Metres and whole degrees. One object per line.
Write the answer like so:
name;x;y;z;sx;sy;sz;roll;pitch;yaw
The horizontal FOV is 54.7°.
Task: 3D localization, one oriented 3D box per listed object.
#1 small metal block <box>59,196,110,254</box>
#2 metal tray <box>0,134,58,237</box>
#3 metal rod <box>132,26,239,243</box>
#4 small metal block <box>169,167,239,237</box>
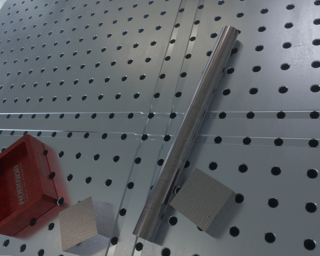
small metal block;-0.095;0.121;0.384;0.050;0.025;0.050;-28;52;10
metal tray;-0.212;0.082;0.466;0.090;0.030;0.130;-36;51;4
metal rod;0.040;-0.007;0.391;0.025;0.025;0.300;12;68;33
small metal block;0.048;0.079;0.335;0.050;0.025;0.050;30;78;37
